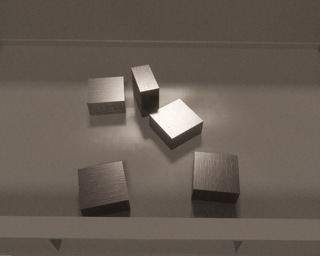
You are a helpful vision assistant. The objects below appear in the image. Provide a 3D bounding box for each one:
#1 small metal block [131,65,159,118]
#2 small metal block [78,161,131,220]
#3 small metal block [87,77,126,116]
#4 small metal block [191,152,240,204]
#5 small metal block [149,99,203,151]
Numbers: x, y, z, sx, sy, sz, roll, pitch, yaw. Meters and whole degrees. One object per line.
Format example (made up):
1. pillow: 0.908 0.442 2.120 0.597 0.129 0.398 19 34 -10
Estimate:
1. small metal block: -0.020 -0.051 0.432 0.025 0.050 0.050 -13 52 -11
2. small metal block: -0.063 0.069 0.346 0.050 0.025 0.050 -10 51 -9
3. small metal block: -0.076 -0.046 0.443 0.050 0.025 0.050 -5 50 -4
4. small metal block: 0.064 0.057 0.358 0.050 0.025 0.050 5 50 3
5. small metal block: 0.021 -0.006 0.410 0.050 0.025 0.050 -28 56 -22
